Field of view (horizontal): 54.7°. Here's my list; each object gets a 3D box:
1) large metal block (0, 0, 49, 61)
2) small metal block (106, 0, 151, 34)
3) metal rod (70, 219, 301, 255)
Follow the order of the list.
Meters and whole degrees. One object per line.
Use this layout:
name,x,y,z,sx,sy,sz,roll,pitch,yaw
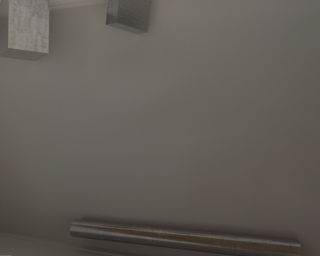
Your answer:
large metal block,-0.196,-0.144,0.444,0.080,0.050,0.079,4,93,56
small metal block,-0.040,-0.156,0.407,0.025,0.050,0.050,11,96,47
metal rod,0.018,0.144,0.403,0.301,0.025,0.025,-1,90,19
